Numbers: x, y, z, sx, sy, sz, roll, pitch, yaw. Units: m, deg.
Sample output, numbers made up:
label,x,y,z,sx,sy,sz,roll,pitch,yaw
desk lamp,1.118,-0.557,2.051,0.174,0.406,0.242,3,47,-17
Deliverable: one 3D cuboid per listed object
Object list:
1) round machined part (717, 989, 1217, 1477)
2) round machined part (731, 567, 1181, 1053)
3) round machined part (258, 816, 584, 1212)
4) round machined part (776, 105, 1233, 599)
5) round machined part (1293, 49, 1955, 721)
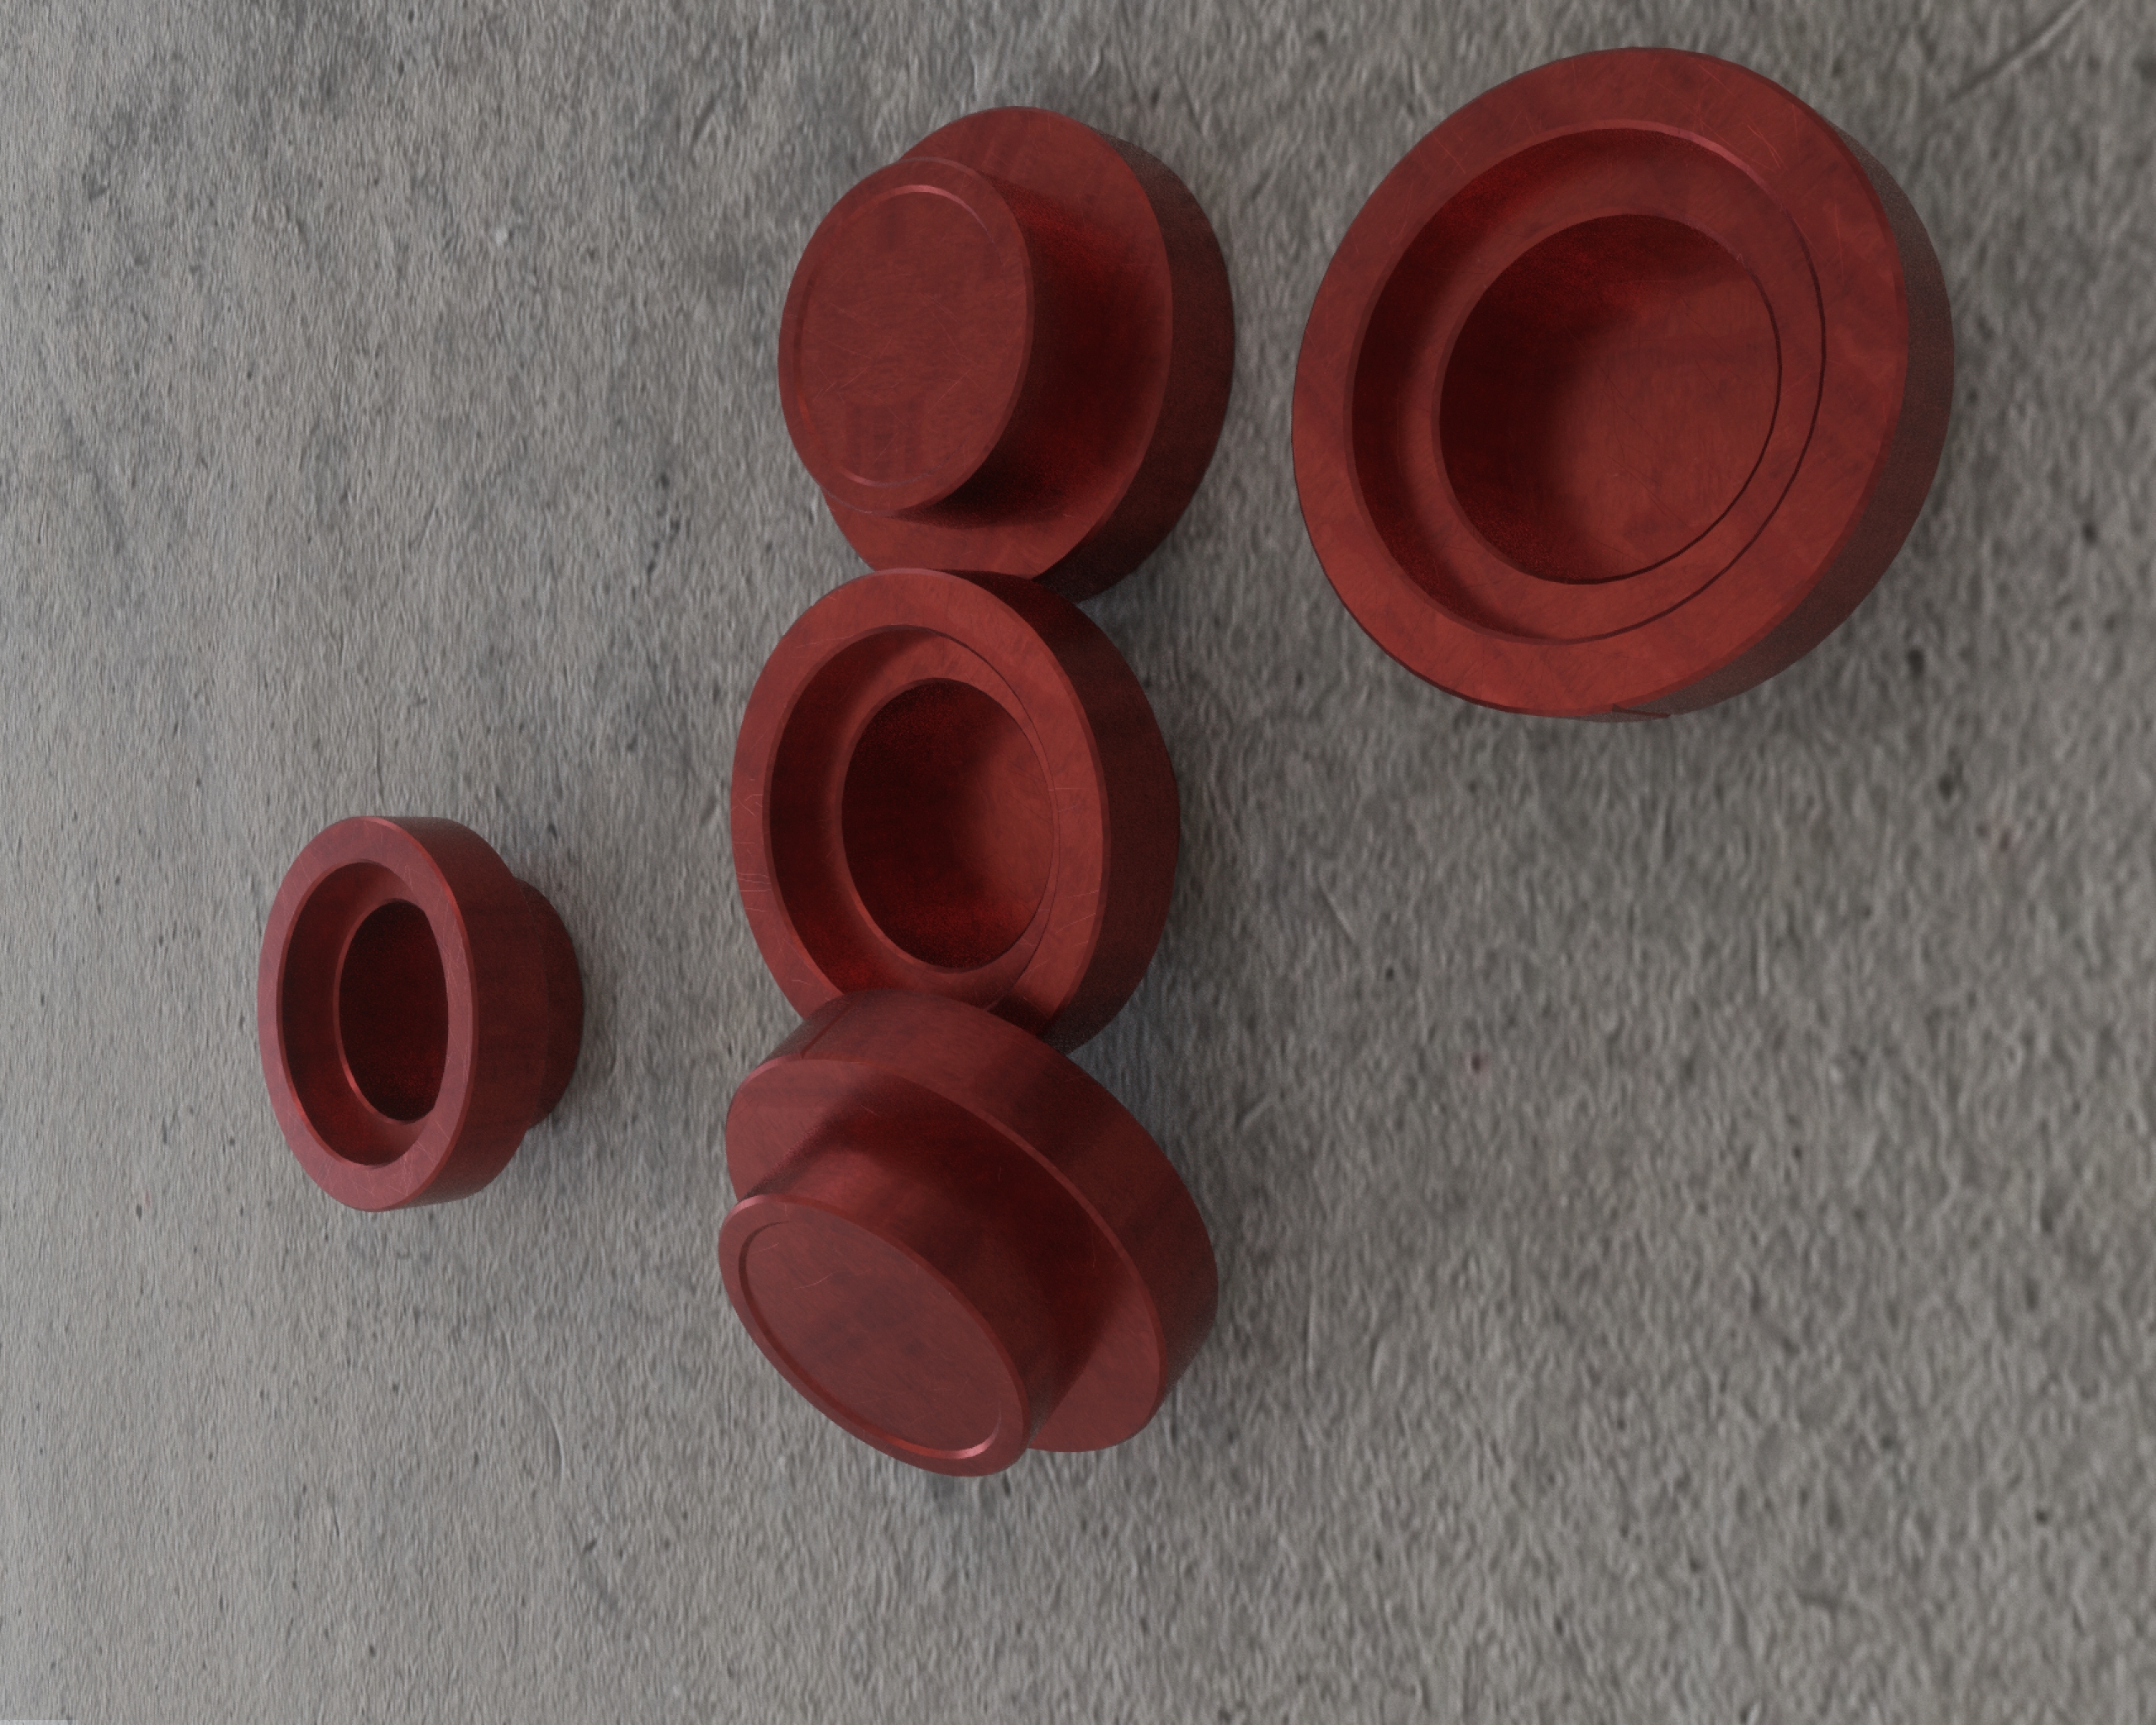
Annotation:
label,x,y,z,sx,sy,sz,roll,pitch,yaw
round machined part,-0.027,0.075,0.387,0.098,0.042,0.097,21,134,23
round machined part,-0.019,-0.008,0.407,0.098,0.042,0.097,5,98,39
round machined part,-0.163,0.037,0.529,0.098,0.042,0.097,0,90,40
round machined part,-0.021,-0.100,0.412,0.098,0.042,0.097,0,90,40
round machined part,0.086,-0.070,0.323,0.098,0.042,0.097,0,90,40
